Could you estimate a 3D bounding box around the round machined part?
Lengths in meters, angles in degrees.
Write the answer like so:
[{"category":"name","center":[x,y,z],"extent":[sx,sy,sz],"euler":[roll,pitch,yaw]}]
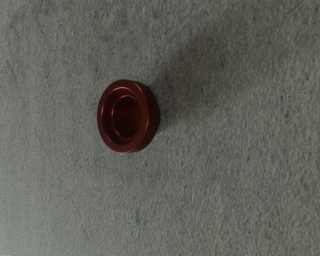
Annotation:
[{"category":"round machined part","center":[-0.038,-0.016,0.423],"extent":[0.098,0.042,0.097],"euler":[0,90,39]}]
